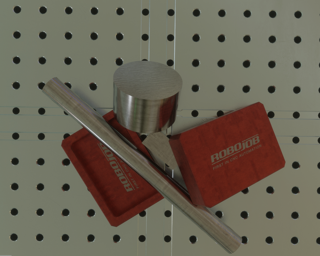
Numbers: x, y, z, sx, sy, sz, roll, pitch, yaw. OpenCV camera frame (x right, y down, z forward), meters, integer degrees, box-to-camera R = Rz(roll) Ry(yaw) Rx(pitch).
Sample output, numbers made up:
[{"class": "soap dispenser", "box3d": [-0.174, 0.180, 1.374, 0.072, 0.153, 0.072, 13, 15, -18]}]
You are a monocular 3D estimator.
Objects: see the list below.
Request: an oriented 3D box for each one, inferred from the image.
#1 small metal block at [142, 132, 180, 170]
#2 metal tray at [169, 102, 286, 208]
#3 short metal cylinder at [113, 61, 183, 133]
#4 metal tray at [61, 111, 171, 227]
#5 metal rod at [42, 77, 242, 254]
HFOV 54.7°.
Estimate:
[{"class": "small metal block", "box3d": [0.005, 0.025, 0.396, 0.050, 0.050, 0.025, 41, 90, 0]}, {"class": "metal tray", "box3d": [0.086, 0.030, 0.382, 0.131, 0.030, 0.090, -21, 90, -25]}, {"class": "short metal cylinder", "box3d": [-0.016, -0.039, 0.376, 0.080, 0.080, 0.050, 8, 132, 0]}, {"class": "metal tray", "box3d": [-0.055, 0.050, 0.406, 0.090, 0.030, 0.130, -32, 90, 0]}, {"class": "metal rod", "box3d": [-0.021, 0.046, 0.379, 0.300, 0.025, 0.025, 41, 90, -1]}]
